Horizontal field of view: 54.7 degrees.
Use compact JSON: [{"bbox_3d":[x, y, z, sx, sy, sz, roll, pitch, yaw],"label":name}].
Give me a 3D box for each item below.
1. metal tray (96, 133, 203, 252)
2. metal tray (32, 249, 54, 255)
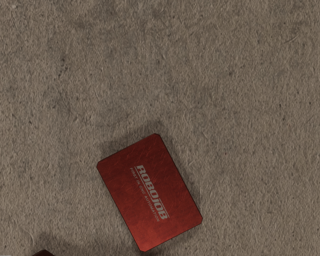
[{"bbox_3d":[-0.013,0.082,0.407,0.090,0.030,0.130,-27,90,-1],"label":"metal tray"},{"bbox_3d":[-0.128,0.231,0.395,0.130,0.030,0.090,30,90,9],"label":"metal tray"}]
